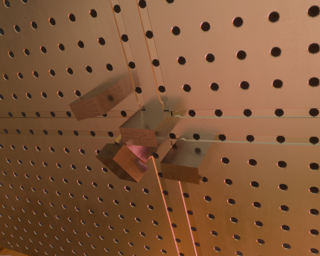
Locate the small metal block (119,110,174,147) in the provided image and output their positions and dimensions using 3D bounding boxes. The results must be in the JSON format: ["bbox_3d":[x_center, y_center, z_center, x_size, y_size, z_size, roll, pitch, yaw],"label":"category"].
[{"bbox_3d":[-0.017,0.000,0.404,0.050,0.050,0.025,4,120,26],"label":"small metal block"}]

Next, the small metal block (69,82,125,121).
[{"bbox_3d":[-0.084,-0.036,0.418,0.050,0.050,0.025,-11,113,33],"label":"small metal block"}]

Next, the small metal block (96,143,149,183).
[{"bbox_3d":[-0.052,0.047,0.423,0.050,0.025,0.050,48,153,-25],"label":"small metal block"}]

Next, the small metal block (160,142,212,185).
[{"bbox_3d":[0.035,0.045,0.405,0.050,0.050,0.025,5,121,26],"label":"small metal block"}]

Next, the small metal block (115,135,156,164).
[{"bbox_3d":[-0.037,0.032,0.439,0.050,0.025,0.050,34,154,5],"label":"small metal block"}]
